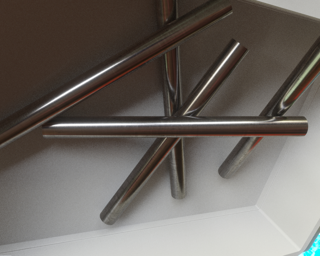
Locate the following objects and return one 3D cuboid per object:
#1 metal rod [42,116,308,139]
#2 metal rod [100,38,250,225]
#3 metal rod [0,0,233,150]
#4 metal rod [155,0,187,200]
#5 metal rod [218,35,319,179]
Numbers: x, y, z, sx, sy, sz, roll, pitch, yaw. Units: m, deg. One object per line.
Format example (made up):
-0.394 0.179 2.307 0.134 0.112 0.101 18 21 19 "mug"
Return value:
0.023 -0.001 0.359 0.302 0.025 0.025 0 121 -7 "metal rod"
0.007 0.019 0.398 0.025 0.025 0.299 21 116 -36 "metal rod"
-0.061 -0.054 0.322 0.301 0.025 0.025 -30 129 -1 "metal rod"
0.018 -0.019 0.408 0.025 0.025 0.298 -18 126 -18 "metal rod"
0.142 -0.013 0.403 0.025 0.025 0.298 -11 148 -23 "metal rod"
